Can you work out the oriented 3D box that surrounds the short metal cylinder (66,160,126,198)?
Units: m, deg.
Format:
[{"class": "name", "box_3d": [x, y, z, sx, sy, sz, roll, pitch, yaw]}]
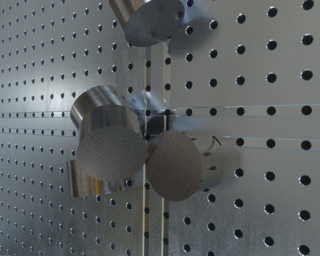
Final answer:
[{"class": "short metal cylinder", "box_3d": [-0.092, 0.068, 0.447, 0.080, 0.081, 0.050, -11, 83, 39]}]

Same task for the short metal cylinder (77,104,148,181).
[{"class": "short metal cylinder", "box_3d": [-0.058, 0.018, 0.377, 0.080, 0.080, 0.050, -58, 25, 24]}]

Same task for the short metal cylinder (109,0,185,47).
[{"class": "short metal cylinder", "box_3d": [-0.016, -0.148, 0.385, 0.080, 0.081, 0.050, -40, 66, 32]}]

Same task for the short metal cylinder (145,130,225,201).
[{"class": "short metal cylinder", "box_3d": [0.029, 0.042, 0.368, 0.080, 0.050, 0.079, 0, 90, 39]}]

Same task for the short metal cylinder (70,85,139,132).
[{"class": "short metal cylinder", "box_3d": [-0.077, -0.013, 0.432, 0.050, 0.081, 0.080, 50, 119, 32]}]
